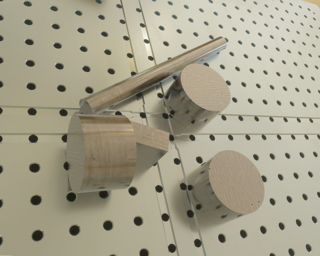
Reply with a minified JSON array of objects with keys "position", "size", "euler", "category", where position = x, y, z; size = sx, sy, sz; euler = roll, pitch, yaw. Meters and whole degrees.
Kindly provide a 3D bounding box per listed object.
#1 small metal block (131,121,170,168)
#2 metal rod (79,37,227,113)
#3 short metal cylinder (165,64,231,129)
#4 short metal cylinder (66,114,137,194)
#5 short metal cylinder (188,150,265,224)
[{"position":[-0.023,0.021,0.367],"size":[0.050,0.050,0.025],"euler":[17,55,-18],"category":"small metal block"},{"position":[0.010,-0.088,0.467],"size":[0.302,0.025,0.025],"euler":[-33,80,-38],"category":"metal rod"},{"position":[0.054,-0.046,0.449],"size":[0.081,0.050,0.080],"euler":[14,56,-21],"category":"short metal cylinder"},{"position":[-0.064,0.026,0.323],"size":[0.050,0.080,0.080],"euler":[1,62,-28],"category":"short metal cylinder"},{"position":[0.083,0.075,0.391],"size":[0.081,0.050,0.080],"euler":[14,56,-21],"category":"short metal cylinder"}]
